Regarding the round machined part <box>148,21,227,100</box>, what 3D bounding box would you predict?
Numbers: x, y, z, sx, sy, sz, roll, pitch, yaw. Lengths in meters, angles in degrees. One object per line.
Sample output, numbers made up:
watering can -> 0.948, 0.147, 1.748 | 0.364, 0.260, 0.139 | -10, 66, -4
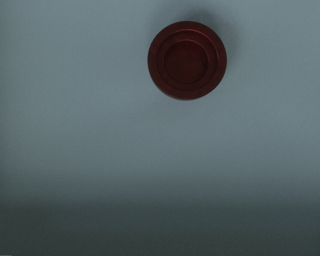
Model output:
round machined part -> 0.034, -0.084, 0.403 | 0.099, 0.042, 0.097 | 0, 90, -1
